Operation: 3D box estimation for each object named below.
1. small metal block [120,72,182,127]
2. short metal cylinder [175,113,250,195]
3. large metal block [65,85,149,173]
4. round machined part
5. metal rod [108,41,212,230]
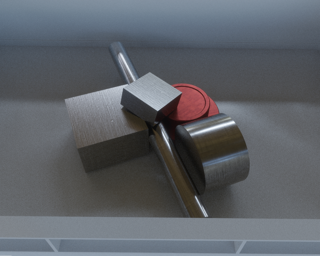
[{"bbox_3d":[-0.010,-0.035,0.370,0.050,0.025,0.050,35,46,17],"label":"small metal block"},{"bbox_3d":[0.055,0.028,0.344,0.050,0.080,0.080,-16,52,-13],"label":"short metal cylinder"},{"bbox_3d":[-0.065,-0.001,0.384,0.081,0.050,0.080,-16,52,-13],"label":"large metal block"},{"bbox_3d":[0.030,-0.021,0.410,0.099,0.042,0.098,0,50,0],"label":"round machined part"},{"bbox_3d":[-0.014,-0.015,0.389,0.025,0.025,0.300,-16,52,-13],"label":"metal rod"}]
